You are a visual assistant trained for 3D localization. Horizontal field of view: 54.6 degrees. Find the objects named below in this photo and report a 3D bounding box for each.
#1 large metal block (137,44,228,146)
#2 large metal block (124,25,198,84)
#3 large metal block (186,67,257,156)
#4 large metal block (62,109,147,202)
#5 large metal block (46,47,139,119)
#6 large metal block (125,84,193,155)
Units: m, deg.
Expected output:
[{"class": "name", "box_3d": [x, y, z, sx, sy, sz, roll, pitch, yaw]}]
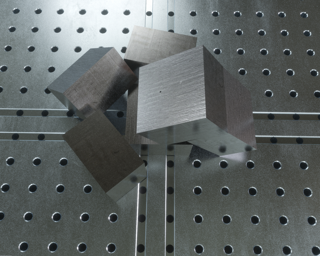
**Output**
[{"class": "large metal block", "box_3d": [0.023, -0.032, 0.337, 0.080, 0.050, 0.080, -13, 65, 32]}, {"class": "large metal block", "box_3d": [0.002, -0.084, 0.414, 0.080, 0.080, 0.050, 12, 71, 5]}, {"class": "large metal block", "box_3d": [0.075, -0.016, 0.380, 0.050, 0.080, 0.080, -15, 65, 35]}, {"class": "large metal block", "box_3d": [-0.062, 0.036, 0.368, 0.050, 0.080, 0.080, -38, 75, -13]}, {"class": "large metal block", "box_3d": [-0.088, -0.057, 0.396, 0.080, 0.080, 0.050, -47, 121, -15]}, {"class": "large metal block", "box_3d": [-0.001, -0.010, 0.402, 0.080, 0.050, 0.080, 1, 70, 0]}]
